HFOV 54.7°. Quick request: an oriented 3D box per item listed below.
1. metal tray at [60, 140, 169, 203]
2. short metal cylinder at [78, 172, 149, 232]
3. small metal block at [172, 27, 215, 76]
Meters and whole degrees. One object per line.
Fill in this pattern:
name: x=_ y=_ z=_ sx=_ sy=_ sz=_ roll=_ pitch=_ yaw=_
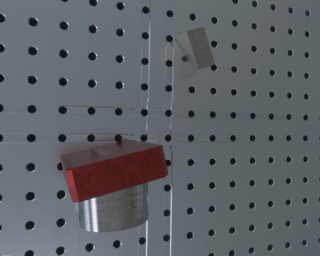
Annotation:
metal tray: x=-0.057 y=0.040 z=0.336 sx=0.091 sy=0.130 sz=0.030 roll=-13 pitch=95 yaw=-20
short metal cylinder: x=-0.055 y=0.083 z=0.363 sx=0.081 sy=0.080 sz=0.050 roll=-4 pitch=92 yaw=-20
small metal block: x=0.044 y=-0.101 z=0.415 sx=0.025 sy=0.050 sz=0.050 roll=-21 pitch=97 yaw=-19
